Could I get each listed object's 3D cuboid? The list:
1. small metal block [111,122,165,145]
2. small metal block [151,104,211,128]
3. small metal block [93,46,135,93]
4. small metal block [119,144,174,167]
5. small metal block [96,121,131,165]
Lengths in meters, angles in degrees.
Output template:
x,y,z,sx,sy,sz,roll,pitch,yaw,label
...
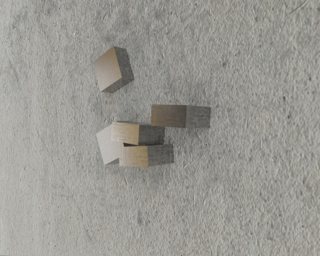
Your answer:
x,y,z,sx,sy,sz,roll,pitch,yaw,label
-0.029,0.006,0.413,0.050,0.050,0.025,6,94,40,small metal block
0.025,-0.014,0.368,0.050,0.050,0.025,5,93,40,small metal block
-0.070,-0.086,0.463,0.050,0.025,0.050,-25,74,37,small metal block
-0.018,0.035,0.403,0.050,0.050,0.025,-5,87,40,small metal block
-0.064,0.022,0.458,0.050,0.025,0.050,-29,72,36,small metal block
